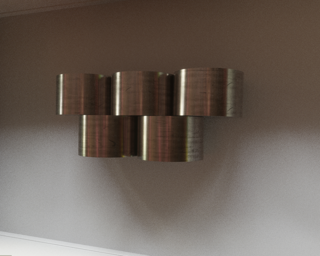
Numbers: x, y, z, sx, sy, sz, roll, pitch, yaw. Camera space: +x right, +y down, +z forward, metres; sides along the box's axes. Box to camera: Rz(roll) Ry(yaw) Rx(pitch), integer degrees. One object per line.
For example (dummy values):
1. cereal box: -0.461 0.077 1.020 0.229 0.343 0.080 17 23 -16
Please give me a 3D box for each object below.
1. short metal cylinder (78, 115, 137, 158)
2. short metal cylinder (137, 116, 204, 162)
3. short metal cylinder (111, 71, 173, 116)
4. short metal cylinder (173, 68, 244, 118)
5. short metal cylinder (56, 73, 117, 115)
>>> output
1. short metal cylinder: -0.064 0.009 0.402 0.080 0.080 0.050 1 91 20
2. short metal cylinder: 0.013 0.011 0.375 0.080 0.080 0.050 1 91 20
3. short metal cylinder: -0.021 -0.040 0.387 0.080 0.080 0.050 1 91 20
4. short metal cylinder: 0.055 -0.038 0.360 0.080 0.080 0.050 2 91 20
5. short metal cylinder: -0.097 -0.042 0.414 0.080 0.080 0.050 1 91 20
